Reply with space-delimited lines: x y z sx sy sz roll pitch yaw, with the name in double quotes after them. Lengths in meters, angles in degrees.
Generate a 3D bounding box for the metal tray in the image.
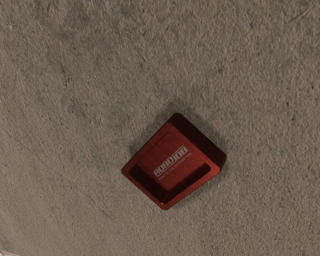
0.014 0.050 0.425 0.090 0.030 0.129 42 129 -2 "metal tray"
